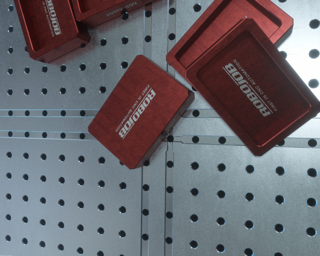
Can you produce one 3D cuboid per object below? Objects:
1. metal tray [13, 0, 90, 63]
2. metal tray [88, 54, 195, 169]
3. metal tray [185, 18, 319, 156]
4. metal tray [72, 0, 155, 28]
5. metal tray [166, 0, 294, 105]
[{"bbox_3d":[-0.168,-0.176,0.470,0.090,0.030,0.129,-20,83,19],"label":"metal tray"},{"bbox_3d":[-0.027,-0.021,0.420,0.090,0.030,0.130,40,102,15],"label":"metal tray"},{"bbox_3d":[0.102,-0.044,0.347,0.090,0.030,0.130,-41,99,13],"label":"metal tray"},{"bbox_3d":[-0.064,-0.208,0.432,0.130,0.030,0.090,-16,85,19],"label":"metal tray"},{"bbox_3d":[0.082,-0.103,0.380,0.090,0.030,0.130,46,104,14],"label":"metal tray"}]
